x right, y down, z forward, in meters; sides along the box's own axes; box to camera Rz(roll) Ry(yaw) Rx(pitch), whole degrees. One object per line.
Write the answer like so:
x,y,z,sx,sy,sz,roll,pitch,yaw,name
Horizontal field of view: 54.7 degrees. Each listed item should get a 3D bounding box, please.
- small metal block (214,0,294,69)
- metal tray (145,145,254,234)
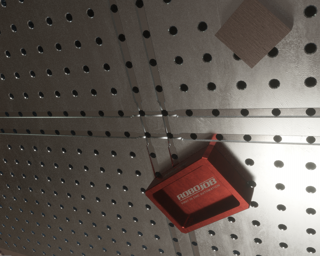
0.091,-0.096,0.303,0.050,0.025,0.050,42,129,-1,small metal block
0.051,0.091,0.435,0.090,0.030,0.129,47,129,-6,metal tray
